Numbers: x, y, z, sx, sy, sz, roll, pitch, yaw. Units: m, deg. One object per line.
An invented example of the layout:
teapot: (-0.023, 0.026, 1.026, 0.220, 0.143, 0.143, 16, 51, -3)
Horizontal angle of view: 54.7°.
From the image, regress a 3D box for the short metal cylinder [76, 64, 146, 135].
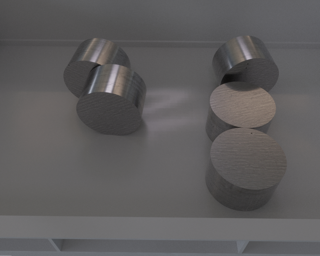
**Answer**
short metal cylinder: (-0.061, -0.035, 0.398, 0.080, 0.080, 0.050, 5, 51, 4)

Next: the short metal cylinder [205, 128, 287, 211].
short metal cylinder: (0.094, 0.046, 0.351, 0.080, 0.050, 0.080, 0, 50, 0)

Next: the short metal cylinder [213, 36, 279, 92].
short metal cylinder: (0.119, -0.082, 0.439, 0.081, 0.080, 0.050, -5, 50, -4)

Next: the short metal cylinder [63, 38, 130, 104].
short metal cylinder: (-0.086, -0.077, 0.434, 0.080, 0.080, 0.050, 8, 50, 6)

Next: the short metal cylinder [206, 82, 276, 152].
short metal cylinder: (0.102, -0.015, 0.402, 0.080, 0.050, 0.080, 0, 50, 0)
